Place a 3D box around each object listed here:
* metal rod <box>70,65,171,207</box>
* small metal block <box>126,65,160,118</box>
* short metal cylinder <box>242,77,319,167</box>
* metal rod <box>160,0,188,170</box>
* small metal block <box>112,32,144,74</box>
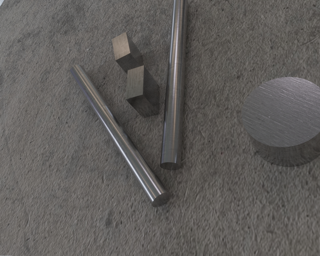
[{"bbox_3d":[-0.071,-0.009,0.446,0.025,0.025,0.300,-40,51,1],"label":"metal rod"},{"bbox_3d":[-0.023,-0.049,0.430,0.025,0.050,0.050,-13,56,21],"label":"small metal block"},{"bbox_3d":[0.131,-0.006,0.323,0.080,0.050,0.080,-13,56,21],"label":"short metal cylinder"},{"bbox_3d":[0.023,-0.084,0.443,0.025,0.025,0.299,-9,58,23],"label":"metal rod"},{"bbox_3d":[-0.048,-0.111,0.481,0.025,0.050,0.050,-24,53,14],"label":"small metal block"}]
